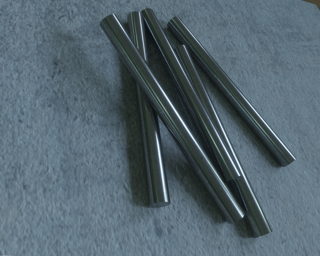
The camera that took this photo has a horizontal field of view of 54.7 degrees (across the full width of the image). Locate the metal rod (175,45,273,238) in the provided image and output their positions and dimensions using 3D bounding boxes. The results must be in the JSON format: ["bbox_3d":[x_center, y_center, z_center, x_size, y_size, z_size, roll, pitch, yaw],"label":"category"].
[{"bbox_3d":[0.081,0.005,0.446,0.025,0.025,0.299,-7,65,-32],"label":"metal rod"}]

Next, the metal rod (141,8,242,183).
[{"bbox_3d":[0.036,-0.060,0.452,0.025,0.025,0.299,-10,64,-33],"label":"metal rod"}]

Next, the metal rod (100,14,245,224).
[{"bbox_3d":[0.015,-0.013,0.393,0.025,0.025,0.299,-32,88,-38],"label":"metal rod"}]

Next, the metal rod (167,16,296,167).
[{"bbox_3d":[0.112,-0.064,0.505,0.025,0.025,0.299,-30,79,-38],"label":"metal rod"}]

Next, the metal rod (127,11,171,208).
[{"bbox_3d":[-0.020,-0.044,0.421,0.025,0.025,0.299,6,59,-26],"label":"metal rod"}]
